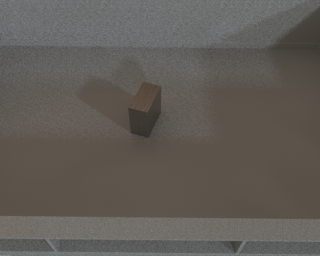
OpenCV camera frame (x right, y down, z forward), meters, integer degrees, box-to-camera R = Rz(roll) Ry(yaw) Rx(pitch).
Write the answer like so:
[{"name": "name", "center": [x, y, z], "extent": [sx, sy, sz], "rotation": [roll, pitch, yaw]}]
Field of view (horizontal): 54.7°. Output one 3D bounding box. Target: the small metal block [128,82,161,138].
[{"name": "small metal block", "center": [-0.019, -0.024, 0.409], "extent": [0.025, 0.050, 0.050], "rotation": [15, 52, 12]}]
